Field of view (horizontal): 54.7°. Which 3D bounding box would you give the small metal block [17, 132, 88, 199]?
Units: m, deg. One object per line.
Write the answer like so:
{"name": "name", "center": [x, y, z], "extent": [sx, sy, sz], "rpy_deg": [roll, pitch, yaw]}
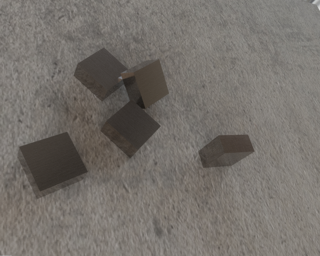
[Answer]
{"name": "small metal block", "center": [-0.112, 0.038, 0.321], "extent": [0.050, 0.025, 0.050], "rpy_deg": [-21, 73, -36]}

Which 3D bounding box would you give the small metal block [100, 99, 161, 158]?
{"name": "small metal block", "center": [-0.036, 0.001, 0.385], "extent": [0.050, 0.025, 0.050], "rpy_deg": [43, 51, 1]}

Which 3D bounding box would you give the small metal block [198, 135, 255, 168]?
{"name": "small metal block", "center": [0.089, 0.032, 0.418], "extent": [0.050, 0.050, 0.025], "rpy_deg": [0, 62, -29]}

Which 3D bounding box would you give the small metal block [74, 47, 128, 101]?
{"name": "small metal block", "center": [-0.075, -0.071, 0.408], "extent": [0.050, 0.025, 0.050], "rpy_deg": [42, 51, 1]}

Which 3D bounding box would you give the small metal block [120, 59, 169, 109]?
{"name": "small metal block", "center": [-0.019, -0.059, 0.415], "extent": [0.050, 0.025, 0.050], "rpy_deg": [-37, 120, -39]}
